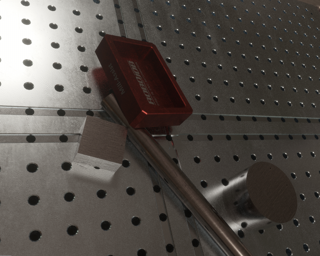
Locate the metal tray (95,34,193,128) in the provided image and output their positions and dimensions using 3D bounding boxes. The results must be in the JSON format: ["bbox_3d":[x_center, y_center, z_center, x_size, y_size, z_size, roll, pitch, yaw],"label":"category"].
[{"bbox_3d":[-0.021,-0.063,0.414,0.091,0.030,0.130,-4,58,-44],"label":"metal tray"}]

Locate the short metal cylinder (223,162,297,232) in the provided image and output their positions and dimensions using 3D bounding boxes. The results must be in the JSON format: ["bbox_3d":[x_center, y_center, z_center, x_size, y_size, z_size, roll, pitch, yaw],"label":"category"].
[{"bbox_3d":[0.131,0.091,0.410,0.081,0.050,0.080,14,56,-21],"label":"short metal cylinder"}]

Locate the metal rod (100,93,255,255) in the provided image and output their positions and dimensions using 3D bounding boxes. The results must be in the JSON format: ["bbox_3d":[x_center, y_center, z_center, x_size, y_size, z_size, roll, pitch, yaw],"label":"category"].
[{"bbox_3d":[0.031,0.076,0.379,0.300,0.025,0.025,49,51,6],"label":"metal rod"}]

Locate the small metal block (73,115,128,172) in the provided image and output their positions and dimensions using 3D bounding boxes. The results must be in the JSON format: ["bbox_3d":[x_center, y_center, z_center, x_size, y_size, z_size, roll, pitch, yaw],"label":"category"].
[{"bbox_3d":[-0.068,0.019,0.361,0.050,0.025,0.050,18,55,-18],"label":"small metal block"}]
